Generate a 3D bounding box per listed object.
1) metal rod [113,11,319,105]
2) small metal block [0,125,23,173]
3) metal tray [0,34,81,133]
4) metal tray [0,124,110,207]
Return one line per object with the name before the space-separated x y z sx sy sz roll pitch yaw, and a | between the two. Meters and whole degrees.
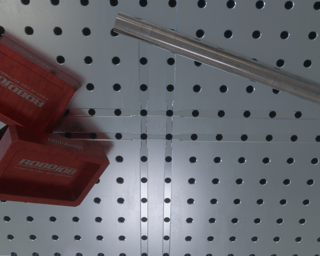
metal rod | 0.091 -0.080 0.384 0.302 0.025 0.025 18 109 -7
small metal block | -0.198 0.025 0.407 0.025 0.050 0.050 -34 107 12
metal tray | -0.180 -0.051 0.390 0.130 0.030 0.090 32 107 -11
metal tray | -0.142 0.054 0.393 0.131 0.030 0.090 21 113 -43
